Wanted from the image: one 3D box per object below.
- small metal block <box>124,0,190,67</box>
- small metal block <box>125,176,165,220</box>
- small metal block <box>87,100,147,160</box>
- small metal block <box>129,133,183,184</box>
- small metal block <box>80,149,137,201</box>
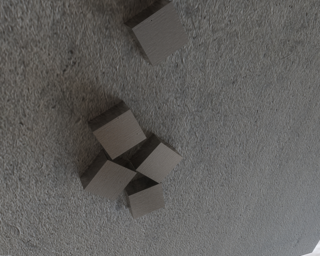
[{"bbox_3d":[-0.003,-0.105,0.340,0.050,0.025,0.050,-36,129,-4],"label":"small metal block"},{"bbox_3d":[-0.023,0.100,0.456,0.050,0.025,0.050,-19,126,-17],"label":"small metal block"},{"bbox_3d":[-0.052,0.003,0.380,0.050,0.025,0.050,-33,129,-7],"label":"small metal block"},{"bbox_3d":[-0.005,0.043,0.430,0.050,0.025,0.050,-48,129,5],"label":"small metal block"},{"bbox_3d":[-0.068,0.062,0.408,0.050,0.025,0.050,32,101,-38],"label":"small metal block"}]
